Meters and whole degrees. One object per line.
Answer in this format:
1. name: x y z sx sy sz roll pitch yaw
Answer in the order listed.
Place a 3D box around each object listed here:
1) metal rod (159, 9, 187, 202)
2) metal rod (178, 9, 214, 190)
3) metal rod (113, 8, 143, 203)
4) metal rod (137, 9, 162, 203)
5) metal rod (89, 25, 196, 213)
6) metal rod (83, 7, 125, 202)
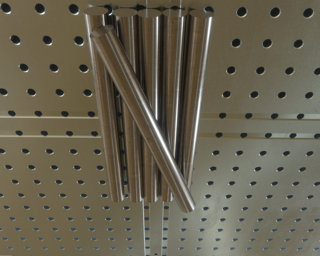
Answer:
1. metal rod: 0.013 -0.003 0.410 0.025 0.025 0.298 0 130 -1
2. metal rod: 0.039 -0.002 0.410 0.025 0.025 0.298 1 130 -1
3. metal rod: -0.037 -0.002 0.408 0.025 0.025 0.298 0 130 -1
4. metal rod: -0.013 -0.002 0.408 0.025 0.025 0.298 0 130 -1
5. metal rod: -0.007 0.014 0.390 0.025 0.025 0.299 -15 129 12
6. metal rod: -0.066 -0.004 0.407 0.025 0.025 0.298 1 130 -1
